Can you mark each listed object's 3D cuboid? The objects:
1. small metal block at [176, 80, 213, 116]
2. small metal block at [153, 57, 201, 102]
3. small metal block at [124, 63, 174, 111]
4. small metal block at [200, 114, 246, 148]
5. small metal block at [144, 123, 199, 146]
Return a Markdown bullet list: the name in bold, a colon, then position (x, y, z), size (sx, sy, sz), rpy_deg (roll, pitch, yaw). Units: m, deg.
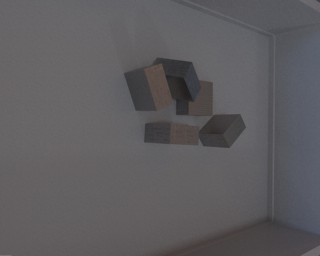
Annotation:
- **small metal block**: position (0.051, -0.043, 0.452), size (0.050, 0.025, 0.050), rpy_deg (1, 90, -40)
- **small metal block**: position (0.020, -0.062, 0.399), size (0.025, 0.050, 0.050), rpy_deg (-63, 149, -21)
- **small metal block**: position (-0.015, -0.049, 0.378), size (0.025, 0.050, 0.050), rpy_deg (-25, 106, -30)
- **small metal block**: position (0.094, 0.004, 0.472), size (0.050, 0.050, 0.025), rpy_deg (-44, 117, -31)
- **small metal block**: position (0.015, 0.008, 0.405), size (0.050, 0.050, 0.025), rpy_deg (5, 87, -40)
